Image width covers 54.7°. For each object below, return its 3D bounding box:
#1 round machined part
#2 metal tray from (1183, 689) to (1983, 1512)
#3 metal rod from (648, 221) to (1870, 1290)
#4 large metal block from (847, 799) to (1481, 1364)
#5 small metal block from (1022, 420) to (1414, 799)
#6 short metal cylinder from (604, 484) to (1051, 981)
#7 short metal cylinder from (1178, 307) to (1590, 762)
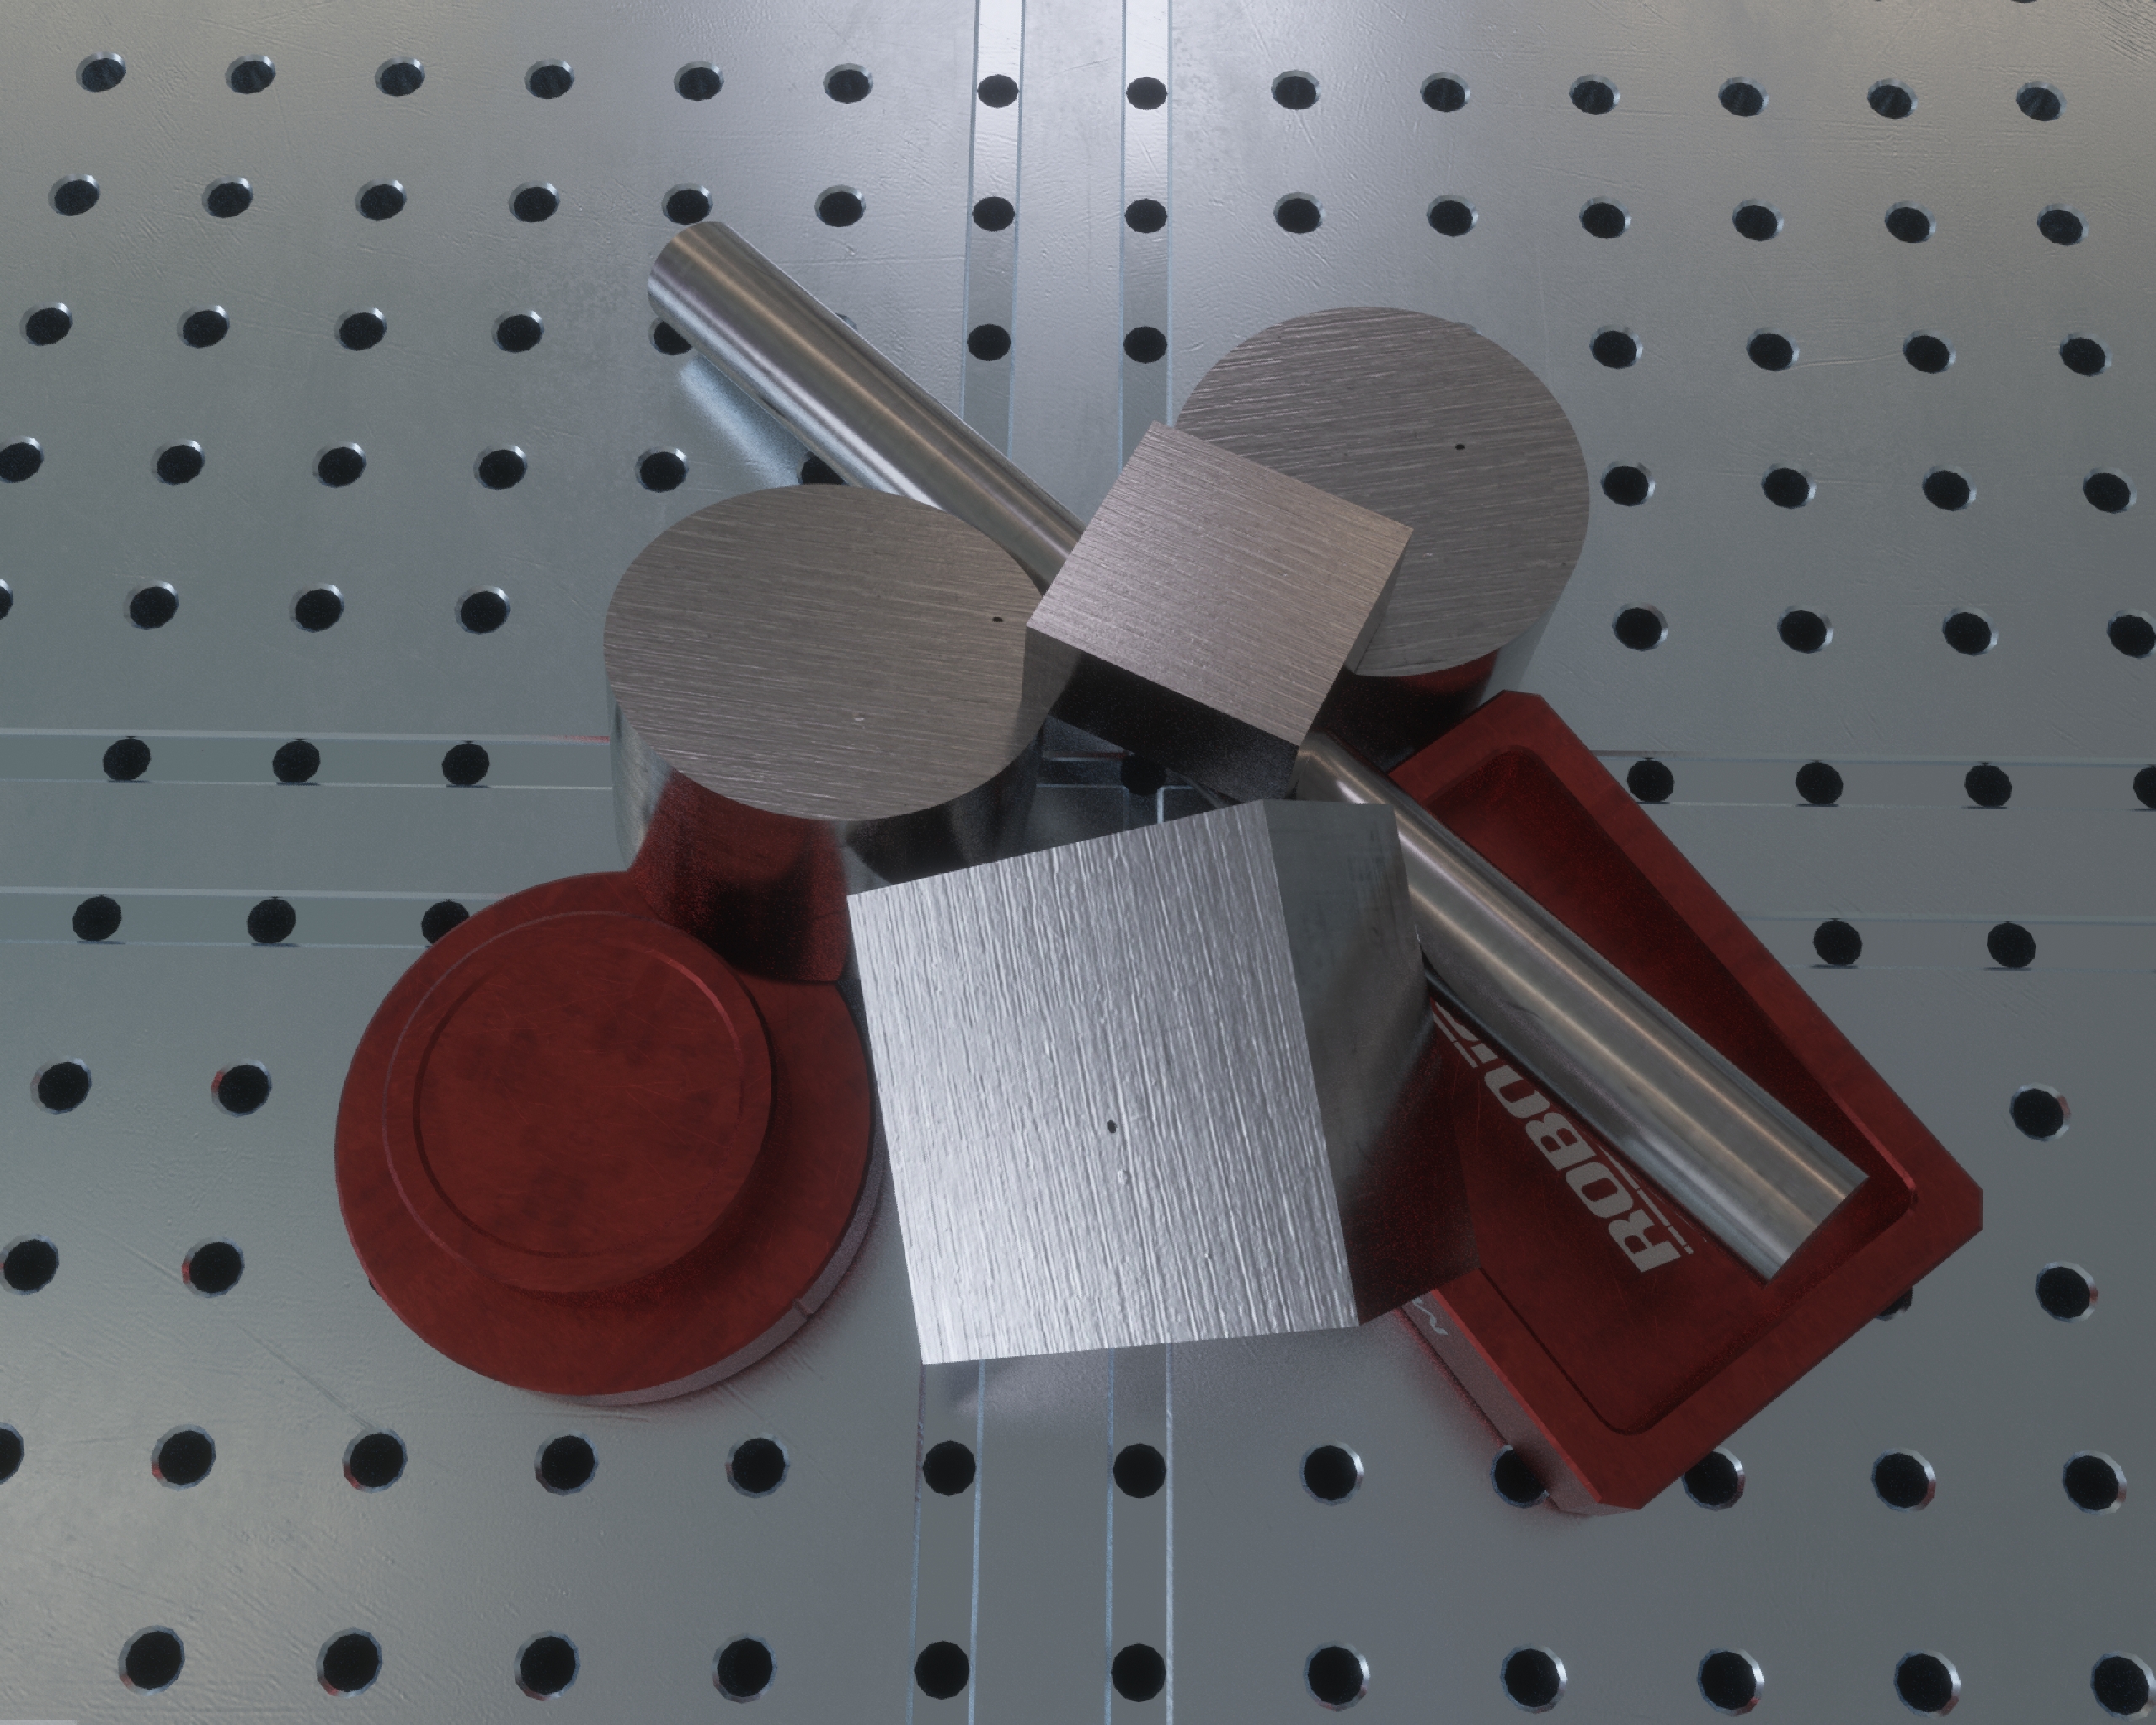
[{"bbox_3d":[-0.086,0.047,0.380,0.099,0.042,0.098,0,70,0],"label":"round machined part"},{"bbox_3d":[0.088,0.042,0.390,0.090,0.030,0.130,-35,74,-12],"label":"metal tray"},{"bbox_3d":[0.018,-0.034,0.394,0.025,0.025,0.300,-41,66,-14],"label":"metal rod"},{"bbox_3d":[0.014,0.037,0.353,0.080,0.050,0.080,-13,84,30],"label":"large metal block"},{"bbox_3d":[0.024,-0.043,0.368,0.050,0.025,0.050,25,64,9],"label":"small metal block"},{"bbox_3d":[-0.047,-0.025,0.391,0.081,0.050,0.080,5,53,-6],"label":"short metal cylinder"},{"bbox_3d":[0.057,-0.063,0.418,0.081,0.050,0.080,0,70,0],"label":"short metal cylinder"}]
